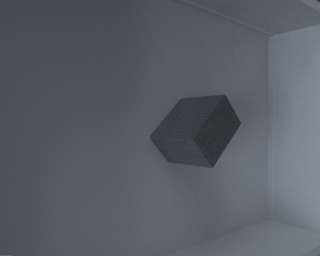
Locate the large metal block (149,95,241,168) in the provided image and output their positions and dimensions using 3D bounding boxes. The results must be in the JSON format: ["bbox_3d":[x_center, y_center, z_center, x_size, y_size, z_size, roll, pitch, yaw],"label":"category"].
[{"bbox_3d":[0.047,0.003,0.412,0.080,0.080,0.050,-51,120,-28],"label":"large metal block"}]
